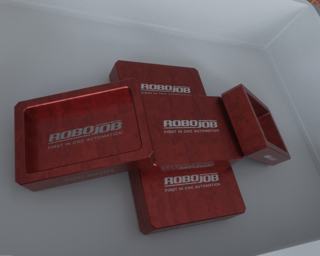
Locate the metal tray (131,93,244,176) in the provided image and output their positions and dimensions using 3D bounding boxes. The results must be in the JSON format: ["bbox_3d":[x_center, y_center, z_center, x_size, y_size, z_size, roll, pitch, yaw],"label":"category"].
[{"bbox_3d":[0.031,0.005,0.375,0.131,0.030,0.090,-1,62,-29],"label":"metal tray"}]

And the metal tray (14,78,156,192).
[{"bbox_3d":[-0.077,0.006,0.316,0.131,0.030,0.090,-12,66,-2],"label":"metal tray"}]

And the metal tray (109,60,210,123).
[{"bbox_3d":[0.003,-0.043,0.427,0.131,0.030,0.090,0,62,-29],"label":"metal tray"}]

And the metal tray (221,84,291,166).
[{"bbox_3d":[0.137,0.000,0.434,0.131,0.030,0.090,20,49,-54],"label":"metal tray"}]

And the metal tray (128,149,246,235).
[{"bbox_3d":[0.033,0.070,0.373,0.131,0.030,0.090,0,62,-29],"label":"metal tray"}]
